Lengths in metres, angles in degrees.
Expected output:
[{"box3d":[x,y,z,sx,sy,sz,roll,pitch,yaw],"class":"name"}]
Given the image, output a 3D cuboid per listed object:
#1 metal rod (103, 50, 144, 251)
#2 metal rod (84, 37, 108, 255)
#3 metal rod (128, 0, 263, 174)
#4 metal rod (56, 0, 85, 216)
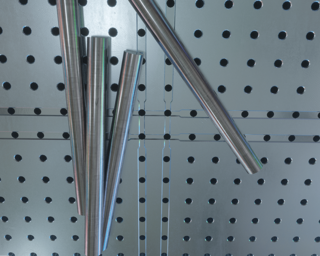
[{"box3d":[-0.063,0.045,0.429,0.025,0.025,0.298,11,110,-5],"class":"metal rod"},{"box3d":[-0.086,0.035,0.410,0.025,0.025,0.298,4,105,-2],"class":"metal rod"},{"box3d":[0.047,-0.058,0.392,0.025,0.025,0.300,-34,107,11],"class":"metal rod"},{"box3d":[-0.108,-0.018,0.405,0.025,0.025,0.298,0,110,-1],"class":"metal rod"}]
